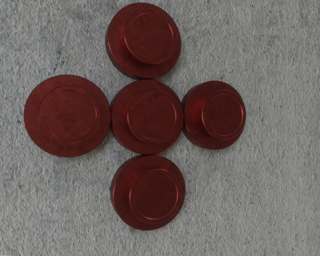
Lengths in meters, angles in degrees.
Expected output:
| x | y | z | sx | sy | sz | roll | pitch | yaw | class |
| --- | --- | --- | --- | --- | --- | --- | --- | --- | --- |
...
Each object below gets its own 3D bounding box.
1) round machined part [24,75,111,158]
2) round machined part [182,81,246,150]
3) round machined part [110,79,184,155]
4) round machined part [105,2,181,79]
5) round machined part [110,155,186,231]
| x | y | z | sx | sy | sz | roll | pitch | yaw | class |
| --- | --- | --- | --- | --- | --- | --- | --- | --- | --- |
| -0.106 | -0.014 | 0.363 | 0.099 | 0.042 | 0.097 | 0 | 90 | -21 | round machined part |
| 0.079 | -0.018 | 0.432 | 0.099 | 0.042 | 0.097 | 0 | 90 | -21 | round machined part |
| -0.013 | -0.014 | 0.397 | 0.099 | 0.042 | 0.097 | 0 | 90 | -21 | round machined part |
| -0.017 | -0.112 | 0.396 | 0.099 | 0.042 | 0.097 | 0 | 90 | -21 | round machined part |
| -0.011 | 0.084 | 0.398 | 0.099 | 0.042 | 0.097 | 0 | 90 | -21 | round machined part |
